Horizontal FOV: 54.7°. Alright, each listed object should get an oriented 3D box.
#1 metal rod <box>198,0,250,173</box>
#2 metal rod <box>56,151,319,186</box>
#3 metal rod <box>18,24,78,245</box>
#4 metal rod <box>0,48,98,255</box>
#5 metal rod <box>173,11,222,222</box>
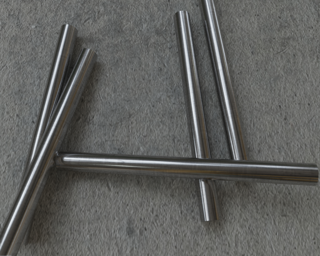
[{"bbox_3d":[0.087,-0.079,0.437,0.025,0.025,0.299,-6,70,-2],"label":"metal rod"},{"bbox_3d":[0.023,0.047,0.368,0.301,0.025,0.025,2,70,9],"label":"metal rod"},{"bbox_3d":[-0.150,-0.006,0.409,0.025,0.025,0.299,6,70,2],"label":"metal rod"},{"bbox_3d":[-0.135,0.023,0.379,0.025,0.025,0.300,12,63,4],"label":"metal rod"},{"bbox_3d":[0.047,-0.030,0.419,0.025,0.025,0.299,-5,70,-2],"label":"metal rod"}]
